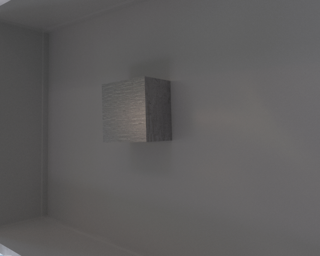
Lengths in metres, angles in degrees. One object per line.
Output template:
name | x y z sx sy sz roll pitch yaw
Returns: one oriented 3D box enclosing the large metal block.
large metal block | -0.032 -0.022 0.418 0.080 0.050 0.080 -3 88 40
